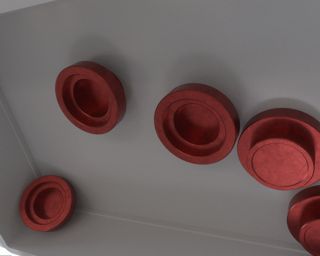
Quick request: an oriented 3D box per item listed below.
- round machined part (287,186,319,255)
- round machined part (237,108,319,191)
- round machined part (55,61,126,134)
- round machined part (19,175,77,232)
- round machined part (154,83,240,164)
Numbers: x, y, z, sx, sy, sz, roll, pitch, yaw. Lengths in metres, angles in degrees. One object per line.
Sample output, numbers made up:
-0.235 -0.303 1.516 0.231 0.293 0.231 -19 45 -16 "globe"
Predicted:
0.202 0.119 0.364 0.098 0.042 0.097 13 124 21 "round machined part"
0.135 0.030 0.345 0.098 0.042 0.097 13 124 21 "round machined part"
-0.088 -0.043 0.417 0.098 0.042 0.097 13 124 21 "round machined part"
-0.199 0.139 0.565 0.098 0.098 0.042 20 162 16 "round machined part"
0.046 -0.008 0.368 0.098 0.042 0.097 13 124 21 "round machined part"
